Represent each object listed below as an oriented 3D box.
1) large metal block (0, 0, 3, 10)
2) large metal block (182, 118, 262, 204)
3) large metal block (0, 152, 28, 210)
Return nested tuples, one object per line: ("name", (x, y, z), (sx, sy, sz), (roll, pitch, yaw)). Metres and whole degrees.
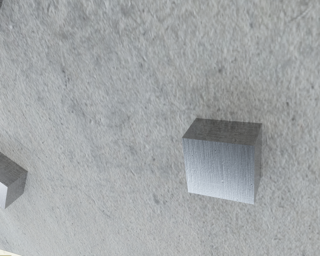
("large metal block", (-0.263, -0.183, 0.413), (0.080, 0.050, 0.080), (43, 129, -2))
("large metal block", (0.077, 0.038, 0.373), (0.080, 0.050, 0.079), (6, 121, 25))
("large metal block", (-0.319, 0.103, 0.619), (0.080, 0.050, 0.079), (34, 129, 5))
